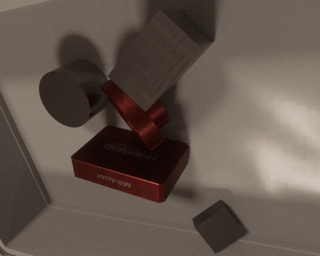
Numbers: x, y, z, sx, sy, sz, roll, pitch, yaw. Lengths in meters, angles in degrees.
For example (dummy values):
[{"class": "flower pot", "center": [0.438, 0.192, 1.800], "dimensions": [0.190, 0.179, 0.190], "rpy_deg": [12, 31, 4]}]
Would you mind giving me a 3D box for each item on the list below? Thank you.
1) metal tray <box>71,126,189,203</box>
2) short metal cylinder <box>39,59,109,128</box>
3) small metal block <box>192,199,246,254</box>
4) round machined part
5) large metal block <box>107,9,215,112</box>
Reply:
[{"class": "metal tray", "center": [-0.037, 0.042, 0.410], "dimensions": [0.130, 0.090, 0.030], "rpy_deg": [13, 124, 21]}, {"class": "short metal cylinder", "center": [-0.115, -0.047, 0.422], "dimensions": [0.080, 0.050, 0.079], "rpy_deg": [13, 124, 20]}, {"class": "small metal block", "center": [0.082, 0.138, 0.435], "dimensions": [0.050, 0.025, 0.050], "rpy_deg": [-36, 100, 4]}, {"class": "round machined part", "center": [-0.024, -0.023, 0.373], "dimensions": [0.098, 0.042, 0.098], "rpy_deg": [51, 173, 9]}, {"class": "large metal block", "center": [0.004, -0.072, 0.315], "dimensions": [0.050, 0.080, 0.080], "rpy_deg": [43, 116, -2]}]
